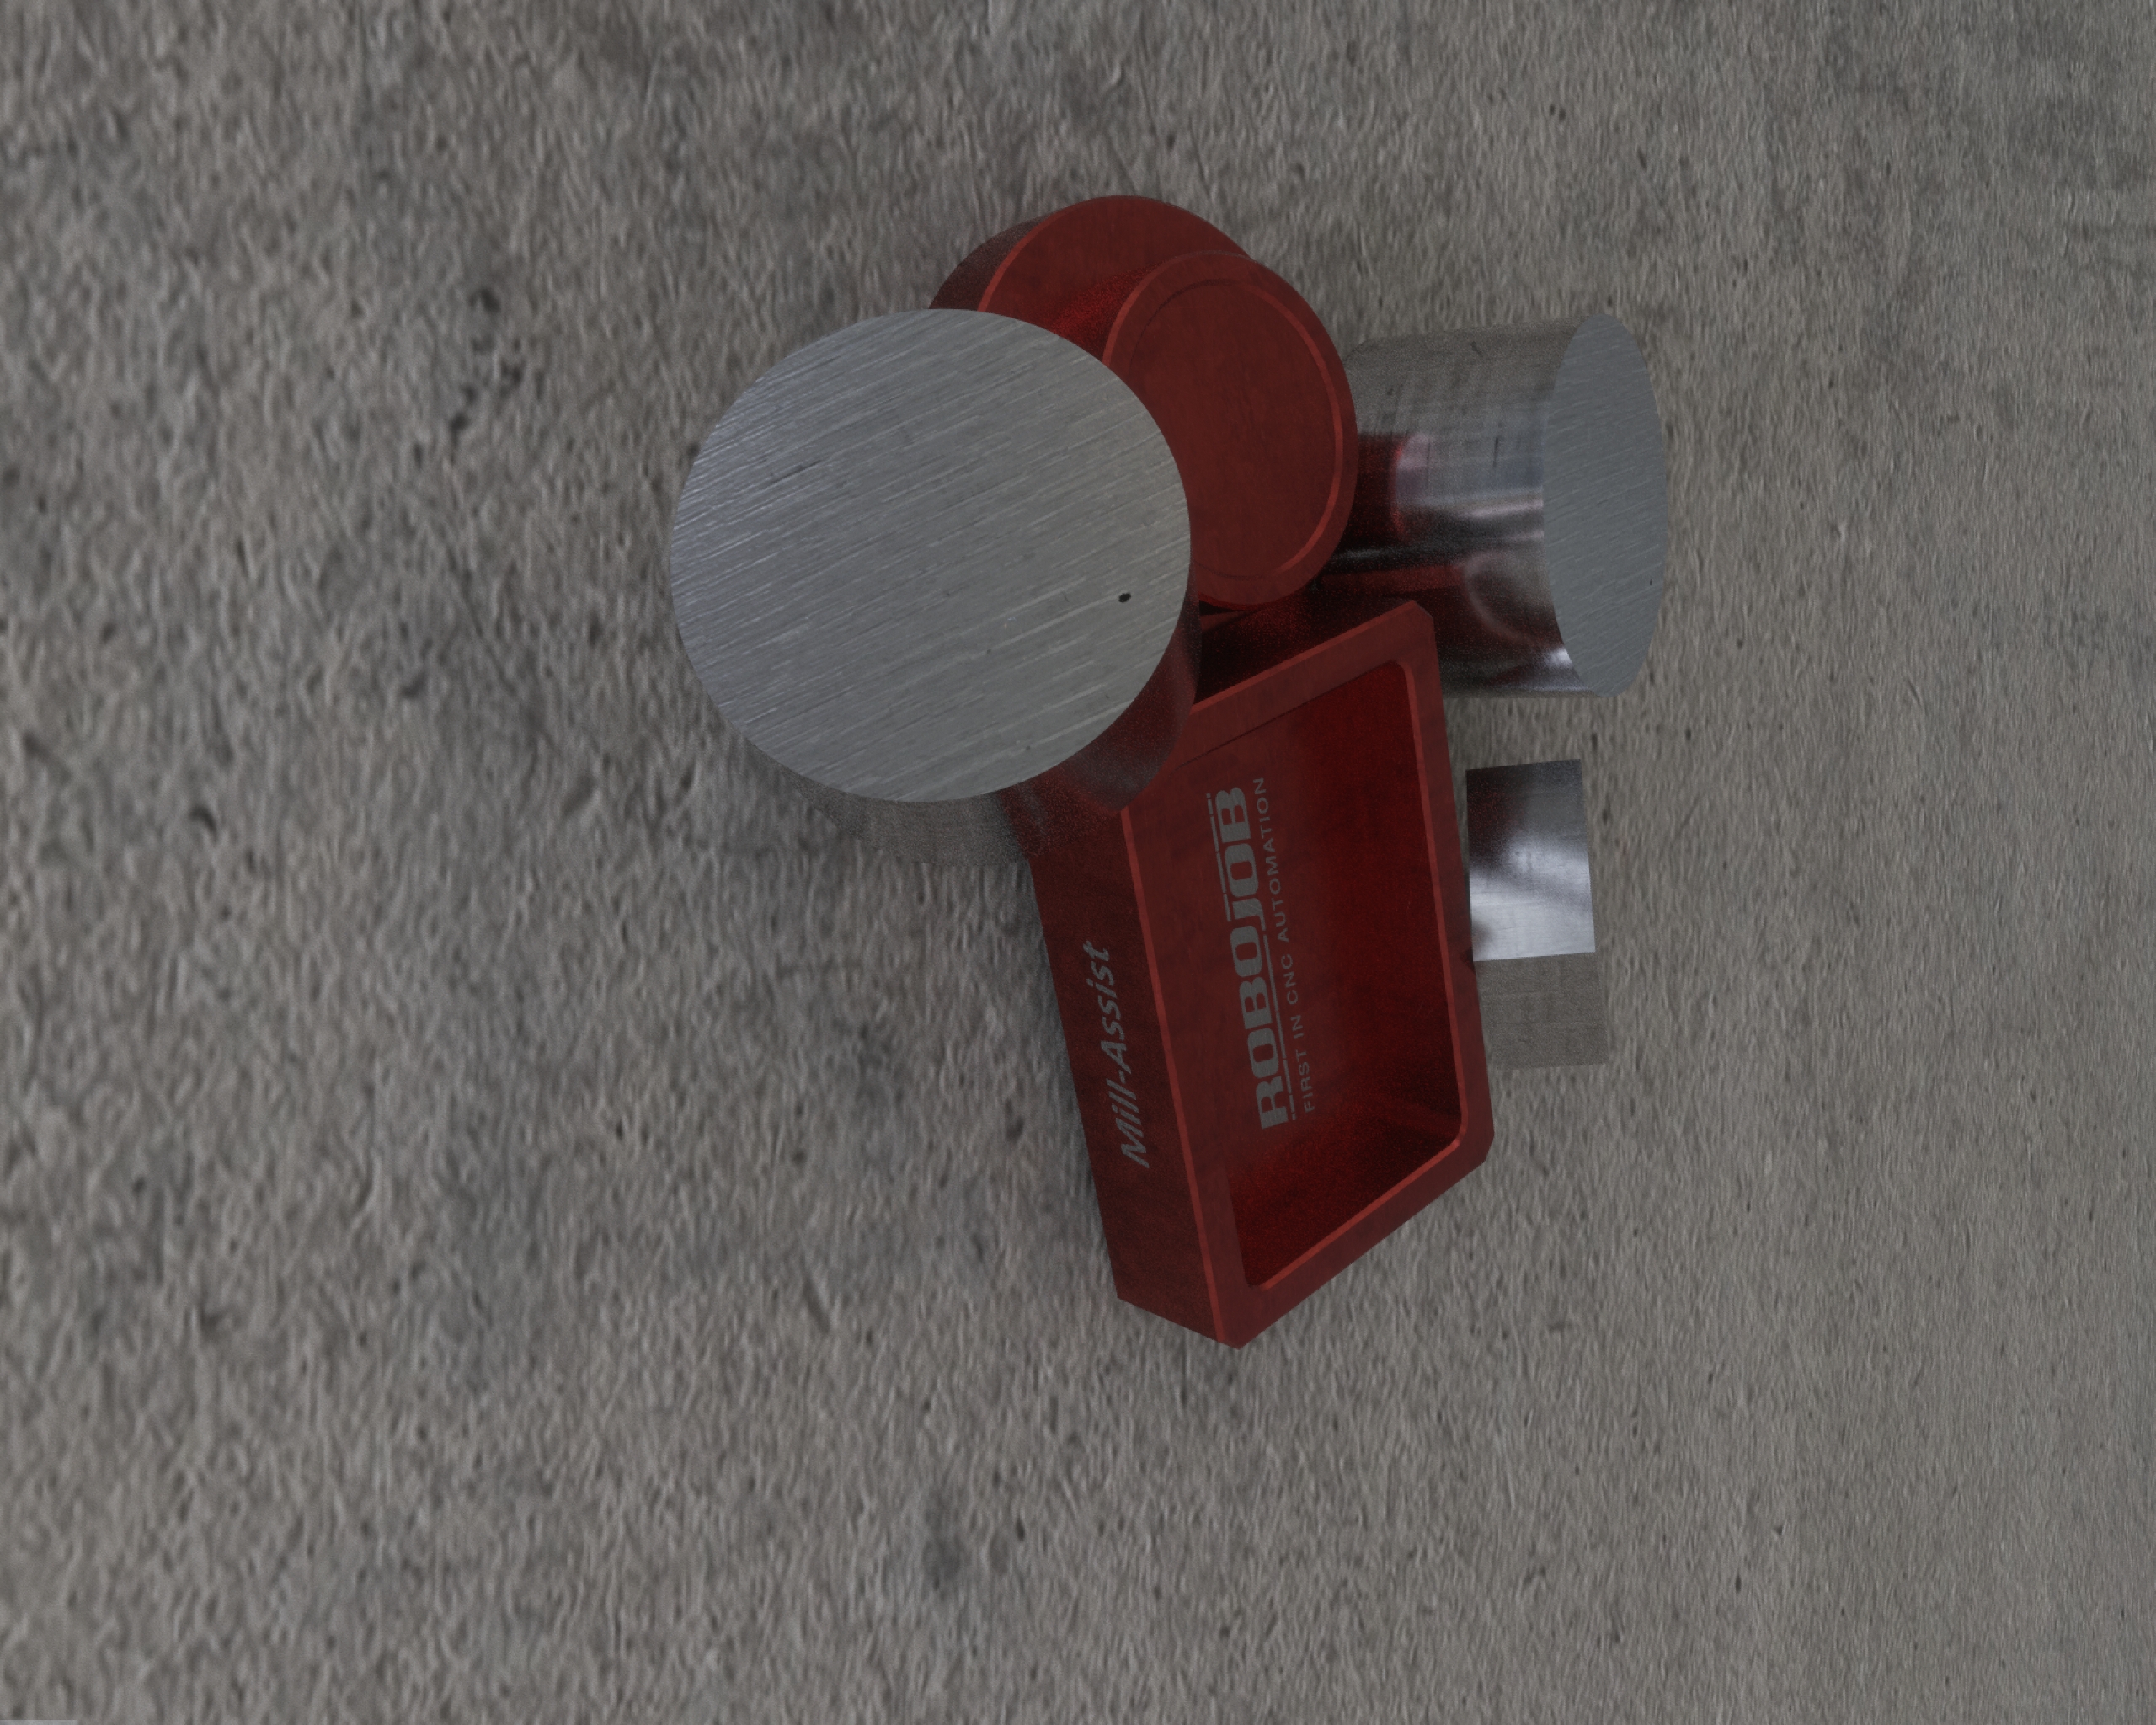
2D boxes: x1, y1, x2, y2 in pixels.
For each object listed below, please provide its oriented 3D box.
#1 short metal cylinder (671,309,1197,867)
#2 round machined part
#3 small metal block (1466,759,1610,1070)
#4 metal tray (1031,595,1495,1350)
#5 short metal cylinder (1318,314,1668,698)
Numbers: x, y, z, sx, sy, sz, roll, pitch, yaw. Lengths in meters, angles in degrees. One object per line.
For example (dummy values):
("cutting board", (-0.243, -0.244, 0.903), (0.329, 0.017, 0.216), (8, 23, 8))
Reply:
("short metal cylinder", (-0.021, -0.043, 0.344), (0.050, 0.080, 0.080), (67, 35, -77))
("round machined part", (0.017, -0.082, 0.410), (0.099, 0.042, 0.097), (0, 90, -40))
("small metal block", (0.104, 0.012, 0.470), (0.050, 0.025, 0.050), (64, 25, -53))
("metal tray", (0.039, 0.020, 0.421), (0.091, 0.030, 0.129), (-28, 117, -37))
("short metal cylinder", (0.091, -0.075, 0.452), (0.080, 0.050, 0.079), (-6, 96, -57))
